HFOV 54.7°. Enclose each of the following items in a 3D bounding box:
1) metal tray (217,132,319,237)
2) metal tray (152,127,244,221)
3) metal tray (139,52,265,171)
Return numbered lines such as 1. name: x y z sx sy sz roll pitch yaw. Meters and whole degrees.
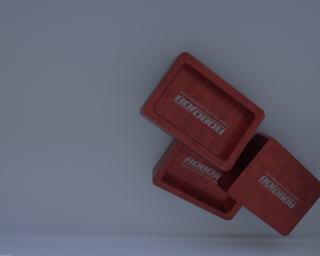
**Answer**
1. metal tray: 0.152 0.078 0.417 0.130 0.030 0.090 38 91 -23
2. metal tray: 0.066 0.064 0.433 0.131 0.030 0.090 28 107 -11
3. metal tray: 0.052 -0.018 0.382 0.130 0.030 0.090 35 83 -10
